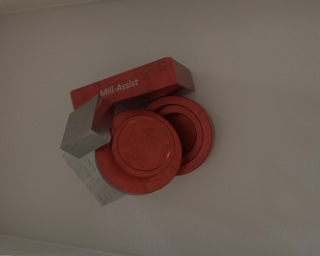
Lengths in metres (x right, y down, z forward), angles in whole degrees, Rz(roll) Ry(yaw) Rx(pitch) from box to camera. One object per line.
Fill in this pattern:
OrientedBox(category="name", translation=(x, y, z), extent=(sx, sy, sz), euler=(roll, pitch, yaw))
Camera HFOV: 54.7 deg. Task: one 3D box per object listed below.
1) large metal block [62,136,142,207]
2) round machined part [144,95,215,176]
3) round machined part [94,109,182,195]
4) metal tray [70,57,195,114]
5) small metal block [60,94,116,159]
OrientedBox(category="large metal block", translation=(-0.063, 0.046, 0.401), extent=(0.050, 0.080, 0.080), euler=(-46, 76, 14))
OrientedBox(category="round machined part", translation=(0.021, 0.009, 0.393), extent=(0.098, 0.042, 0.097), euler=(0, 90, 19))
OrientedBox(category="round machined part", translation=(-0.022, 0.024, 0.345), extent=(0.099, 0.042, 0.098), euler=(5, 71, -14))
OrientedBox(category="metal tray", translation=(-0.031, -0.045, 0.384), extent=(0.130, 0.090, 0.030), euler=(-16, 86, 19))
OrientedBox(category="small metal block", translation=(-0.078, -0.001, 0.337), extent=(0.050, 0.025, 0.050), euler=(-28, 42, 30))
